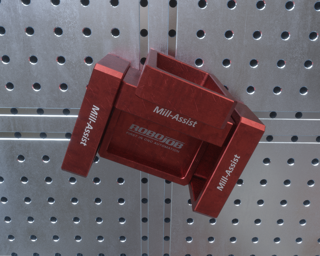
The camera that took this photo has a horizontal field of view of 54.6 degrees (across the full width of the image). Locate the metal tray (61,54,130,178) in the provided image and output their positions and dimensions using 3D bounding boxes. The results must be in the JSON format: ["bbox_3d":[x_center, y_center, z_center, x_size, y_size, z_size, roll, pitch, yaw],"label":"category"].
[{"bbox_3d":[-0.075,-0.018,0.371,0.030,0.090,0.129,20,109,-8],"label":"metal tray"}]

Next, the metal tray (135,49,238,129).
[{"bbox_3d":[0.024,-0.048,0.339,0.090,0.130,0.030,21,109,-8],"label":"metal tray"}]

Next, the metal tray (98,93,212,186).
[{"bbox_3d":[-0.006,0.015,0.415,0.131,0.030,0.089,21,109,-8],"label":"metal tray"}]

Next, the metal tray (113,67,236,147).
[{"bbox_3d":[0.016,-0.028,0.368,0.131,0.090,0.030,20,109,-8],"label":"metal tray"}]

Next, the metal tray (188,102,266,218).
[{"bbox_3d":[0.077,0.035,0.391,0.030,0.090,0.129,21,109,-7],"label":"metal tray"}]
